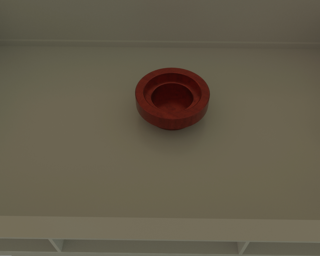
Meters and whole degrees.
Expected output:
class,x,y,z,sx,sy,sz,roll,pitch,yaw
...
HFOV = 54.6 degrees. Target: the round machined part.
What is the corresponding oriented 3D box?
class,x,y,z,sx,sy,sz,roll,pitch,yaw
round machined part,0.016,-0.035,0.424,0.099,0.042,0.098,0,50,0
